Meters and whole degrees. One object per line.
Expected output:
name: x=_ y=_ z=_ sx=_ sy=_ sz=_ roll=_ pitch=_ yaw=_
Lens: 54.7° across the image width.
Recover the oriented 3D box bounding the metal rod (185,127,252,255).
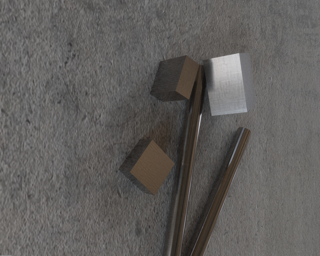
metal rod: x=0.079 y=0.129 z=0.474 sx=0.025 sy=0.025 sz=0.300 roll=42 pitch=64 yaw=-32

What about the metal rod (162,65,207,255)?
metal rod: x=0.035 y=0.057 z=0.436 sx=0.025 sy=0.025 sz=0.299 roll=16 pitch=80 yaw=-39

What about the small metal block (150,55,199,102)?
small metal block: x=0.019 y=-0.063 z=0.406 sx=0.025 sy=0.050 sz=0.050 roll=28 pitch=72 yaw=-37

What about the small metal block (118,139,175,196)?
small metal block: x=-0.016 y=0.049 z=0.393 sx=0.050 sy=0.025 sz=0.050 roll=49 pitch=61 yaw=-29

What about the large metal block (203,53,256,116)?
large metal block: x=0.106 y=-0.067 z=0.462 sx=0.080 sy=0.050 sz=0.079 roll=-27 pitch=109 yaw=-62
